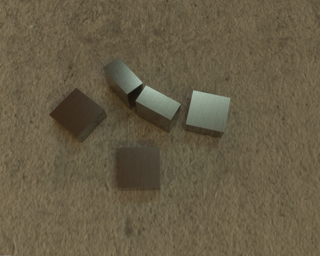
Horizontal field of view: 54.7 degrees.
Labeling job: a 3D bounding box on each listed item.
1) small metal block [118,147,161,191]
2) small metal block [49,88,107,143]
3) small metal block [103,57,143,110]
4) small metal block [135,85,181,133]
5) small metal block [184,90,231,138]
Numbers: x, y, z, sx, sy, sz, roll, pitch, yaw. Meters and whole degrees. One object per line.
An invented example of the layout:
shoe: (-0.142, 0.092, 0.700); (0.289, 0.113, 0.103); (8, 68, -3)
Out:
small metal block: (-0.025, 0.052, 0.389); (0.050, 0.025, 0.050); (-1, 70, -1)
small metal block: (-0.108, -0.017, 0.413); (0.050, 0.025, 0.050); (37, 74, 12)
small metal block: (-0.047, -0.059, 0.416); (0.025, 0.050, 0.050); (-39, 75, -13)
small metal block: (-0.002, -0.023, 0.403); (0.050, 0.050, 0.025); (29, 73, 10)
small metal block: (0.063, -0.018, 0.416); (0.050, 0.025, 0.050); (12, 70, 4)
